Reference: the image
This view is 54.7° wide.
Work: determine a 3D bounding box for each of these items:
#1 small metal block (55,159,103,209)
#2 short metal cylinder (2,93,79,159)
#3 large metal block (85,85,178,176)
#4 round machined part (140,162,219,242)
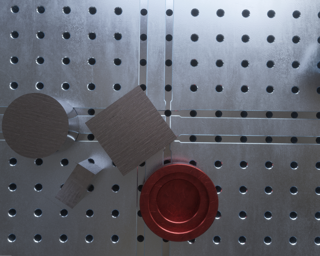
[{"bbox_3d":[-0.103,0.070,0.400,0.025,0.050,0.050,34,90,-1],"label":"small metal block"},{"bbox_3d":[-0.151,-0.003,0.399,0.081,0.050,0.079,0,90,-1],"label":"short metal cylinder"},{"bbox_3d":[-0.035,0.003,0.400,0.080,0.050,0.080,-36,90,0],"label":"large metal block"},{"bbox_3d":[0.024,0.093,0.405,0.099,0.042,0.097,0,90,-1],"label":"round machined part"}]
